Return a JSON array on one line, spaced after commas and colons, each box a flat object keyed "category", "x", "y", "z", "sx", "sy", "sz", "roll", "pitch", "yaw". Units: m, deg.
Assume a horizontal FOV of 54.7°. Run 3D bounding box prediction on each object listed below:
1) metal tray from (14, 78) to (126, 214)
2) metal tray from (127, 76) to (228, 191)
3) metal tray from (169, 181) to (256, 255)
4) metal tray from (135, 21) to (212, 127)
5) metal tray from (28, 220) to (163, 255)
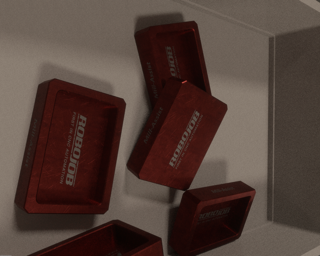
[{"category": "metal tray", "x": -0.091, "y": 0.023, "z": 0.328, "sx": 0.091, "sy": 0.030, "sz": 0.129, "roll": 14, "pitch": 81, "yaw": -39}, {"category": "metal tray", "x": 0.025, "y": 0.011, "z": 0.401, "sx": 0.090, "sy": 0.030, "sz": 0.129, "roll": 24, "pitch": 93, "yaw": -38}, {"category": "metal tray", "x": 0.080, "y": 0.130, "z": 0.454, "sx": 0.131, "sy": 0.030, "sz": 0.089, "roll": 1, "pitch": 110, "yaw": -40}, {"category": "metal tray", "x": 0.023, "y": -0.074, "z": 0.424, "sx": 0.091, "sy": 0.030, "sz": 0.129, "roll": -23, "pitch": 104, "yaw": -38}, {"category": "metal tray", "x": -0.072, "y": 0.136, "z": 0.305, "sx": 0.131, "sy": 0.090, "sz": 0.030, "roll": -12, "pitch": 98, "yaw": -40}]
